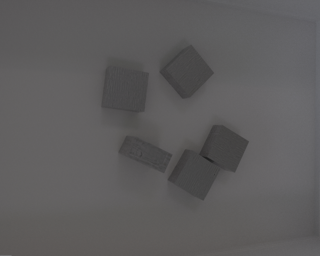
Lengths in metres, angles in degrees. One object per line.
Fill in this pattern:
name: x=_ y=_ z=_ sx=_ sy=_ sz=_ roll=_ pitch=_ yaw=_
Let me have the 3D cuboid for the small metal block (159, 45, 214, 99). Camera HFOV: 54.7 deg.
small metal block: x=0.037 y=-0.076 z=0.424 sx=0.050 sy=0.025 sz=0.050 roll=-46 pitch=104 yaw=-14

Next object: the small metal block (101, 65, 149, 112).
small metal block: x=-0.044 y=-0.048 z=0.394 sx=0.050 sy=0.025 sz=0.050 roll=7 pitch=88 yaw=-20

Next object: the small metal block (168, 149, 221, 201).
small metal block: x=0.047 y=0.064 z=0.428 sx=0.050 sy=0.025 sz=0.050 roll=34 pitch=79 yaw=-17

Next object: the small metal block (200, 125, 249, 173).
small metal block: x=0.092 y=0.029 z=0.444 sx=0.050 sy=0.025 sz=0.050 roll=30 pitch=80 yaw=-18

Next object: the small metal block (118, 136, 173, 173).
small metal block: x=-0.020 y=0.032 z=0.390 sx=0.050 sy=0.050 sz=0.025 roll=27 pitch=81 yaw=-18
